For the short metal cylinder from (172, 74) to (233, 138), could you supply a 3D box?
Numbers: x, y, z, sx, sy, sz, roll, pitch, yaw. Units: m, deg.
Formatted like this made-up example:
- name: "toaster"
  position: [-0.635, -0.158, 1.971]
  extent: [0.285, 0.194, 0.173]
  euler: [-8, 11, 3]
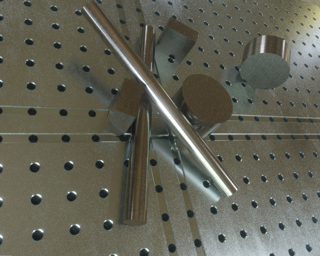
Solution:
- name: "short metal cylinder"
  position: [0.055, -0.029, 0.439]
  extent: [0.081, 0.050, 0.080]
  euler: [14, 56, -21]

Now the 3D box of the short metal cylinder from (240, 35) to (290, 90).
- name: "short metal cylinder"
  position: [0.184, -0.114, 0.541]
  extent: [0.080, 0.080, 0.050]
  euler: [28, 52, -11]

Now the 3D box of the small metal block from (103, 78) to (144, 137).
- name: "small metal block"
  position: [-0.045, -0.025, 0.383]
  extent: [0.025, 0.050, 0.050]
  euler: [21, 54, -16]

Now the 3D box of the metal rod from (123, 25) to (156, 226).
- name: "metal rod"
  position: [-0.023, -0.026, 0.411]
  extent: [0.025, 0.025, 0.300]
  euler: [15, 56, -20]

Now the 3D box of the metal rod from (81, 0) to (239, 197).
- name: "metal rod"
  position: [0.002, -0.035, 0.400]
  extent: [0.300, 0.025, 0.025]
  euler: [52, 51, -3]

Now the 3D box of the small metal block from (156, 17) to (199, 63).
- name: "small metal block"
  position: [0.025, -0.138, 0.490]
  extent: [0.050, 0.050, 0.025]
  euler: [26, 53, -12]
